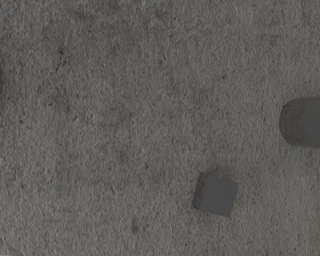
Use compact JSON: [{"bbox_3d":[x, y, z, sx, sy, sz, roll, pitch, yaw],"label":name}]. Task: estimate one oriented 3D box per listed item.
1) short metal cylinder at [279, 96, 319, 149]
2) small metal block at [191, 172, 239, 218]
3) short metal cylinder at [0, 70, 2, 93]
[{"bbox_3d":[0.236,-0.009,0.483,0.081,0.050,0.079,0,90,-20],"label":"short metal cylinder"},{"bbox_3d":[0.078,0.094,0.438,0.050,0.025,0.050,18,84,-19],"label":"small metal block"},{"bbox_3d":[-0.210,-0.053,0.318,0.081,0.050,0.079,0,90,-20],"label":"short metal cylinder"}]
